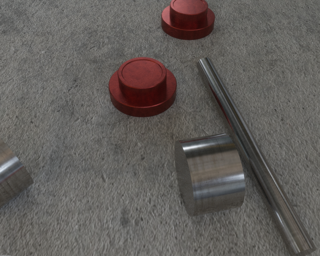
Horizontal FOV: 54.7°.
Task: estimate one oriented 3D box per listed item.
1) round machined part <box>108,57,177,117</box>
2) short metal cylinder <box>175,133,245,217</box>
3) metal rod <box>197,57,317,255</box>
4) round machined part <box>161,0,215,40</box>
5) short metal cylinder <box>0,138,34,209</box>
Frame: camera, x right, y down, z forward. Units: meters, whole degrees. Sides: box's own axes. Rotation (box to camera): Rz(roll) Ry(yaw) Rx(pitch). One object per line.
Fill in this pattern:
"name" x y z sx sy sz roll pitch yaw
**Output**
"round machined part" -0.025 -0.065 0.447 0.099 0.042 0.098 0 50 0
"short metal cylinder" 0.049 0.049 0.327 0.050 0.080 0.080 -9 51 -8
"metal rod" 0.105 0.011 0.395 0.025 0.025 0.300 -10 51 -9
"round machined part" 0.052 -0.207 0.567 0.099 0.042 0.098 0 50 0
"short metal cylinder" -0.182 0.044 0.328 0.080 0.080 0.050 34 58 25
